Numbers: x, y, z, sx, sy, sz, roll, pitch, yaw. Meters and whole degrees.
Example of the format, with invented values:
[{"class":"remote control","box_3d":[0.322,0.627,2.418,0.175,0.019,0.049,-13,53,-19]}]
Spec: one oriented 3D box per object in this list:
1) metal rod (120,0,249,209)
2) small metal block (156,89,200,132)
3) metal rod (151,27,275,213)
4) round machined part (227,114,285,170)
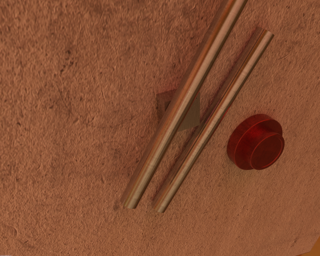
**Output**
[{"class":"metal rod","box_3d":[0.025,-0.028,0.372,0.025,0.025,0.298,16,109,-35]},{"class":"small metal block","box_3d":[0.024,-0.024,0.407,0.050,0.025,0.050,-17,126,-19]},{"class":"metal rod","box_3d":[0.068,-0.001,0.445,0.025,0.025,0.298,18,109,-36]},{"class":"round machined part","box_3d":[0.163,0.030,0.506,0.099,0.042,0.097,-14,125,-21]}]
